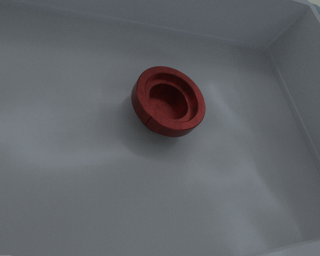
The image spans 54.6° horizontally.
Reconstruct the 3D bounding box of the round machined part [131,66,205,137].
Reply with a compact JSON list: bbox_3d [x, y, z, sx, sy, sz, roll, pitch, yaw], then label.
[{"bbox_3d":[0.008,-0.031,0.413,0.099,0.042,0.098,13,56,-21],"label":"round machined part"}]
